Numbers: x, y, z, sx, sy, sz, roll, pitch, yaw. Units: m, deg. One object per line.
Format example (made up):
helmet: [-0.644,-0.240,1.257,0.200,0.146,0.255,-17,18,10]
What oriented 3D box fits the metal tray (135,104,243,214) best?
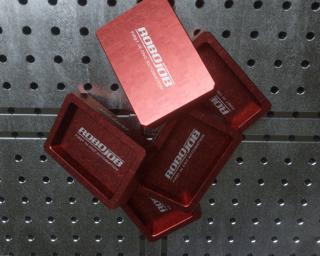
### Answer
metal tray: [0.031,0.037,0.393,0.090,0.030,0.129,27,108,-10]

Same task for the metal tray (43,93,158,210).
metal tray: [-0.078,0.026,0.386,0.130,0.030,0.089,36,108,19]

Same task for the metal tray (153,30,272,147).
metal tray: [0.065,-0.046,0.394,0.090,0.030,0.130,-42,106,13]

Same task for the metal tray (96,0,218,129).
metal tray: [-0.005,-0.075,0.351,0.090,0.030,0.130,-29,78,9]

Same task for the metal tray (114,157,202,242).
metal tray: [-0.011,0.093,0.445,0.090,0.030,0.130,-31,108,10]
